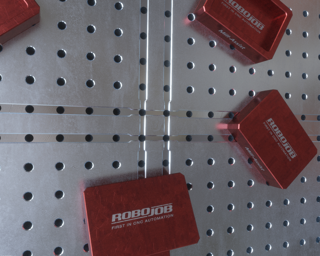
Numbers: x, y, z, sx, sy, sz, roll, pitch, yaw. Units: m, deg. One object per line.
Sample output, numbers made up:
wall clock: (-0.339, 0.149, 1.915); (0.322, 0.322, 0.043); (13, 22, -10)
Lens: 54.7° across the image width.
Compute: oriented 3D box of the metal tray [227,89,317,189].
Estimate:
metal tray: (0.175, 0.017, 0.477); (0.090, 0.030, 0.130); (-43, 104, -15)

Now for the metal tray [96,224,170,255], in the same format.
metal tray: (-0.032, 0.195, 0.399); (0.091, 0.030, 0.129); (-5, 92, -20)

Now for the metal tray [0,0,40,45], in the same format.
metal tray: (-0.207, -0.154, 0.333); (0.090, 0.030, 0.130); (-40, 103, -16)

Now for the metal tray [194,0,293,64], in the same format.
metal tray: (0.125, -0.168, 0.457); (0.131, 0.030, 0.090); (30, 80, -18)

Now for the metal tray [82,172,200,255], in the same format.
metal tray: (-0.024, 0.111, 0.385); (0.131, 0.030, 0.090); (-6, 70, -20)
